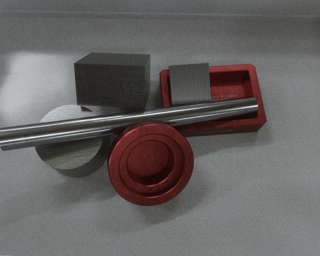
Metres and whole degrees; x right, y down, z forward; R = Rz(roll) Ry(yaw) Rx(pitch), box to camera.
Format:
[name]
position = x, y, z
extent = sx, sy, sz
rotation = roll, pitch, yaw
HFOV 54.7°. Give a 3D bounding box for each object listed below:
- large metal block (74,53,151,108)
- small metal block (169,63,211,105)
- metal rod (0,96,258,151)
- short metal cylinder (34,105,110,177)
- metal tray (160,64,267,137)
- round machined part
[large metal block]
position = -0.055, -0.063, 0.393
extent = 0.081, 0.080, 0.050
rotation = 2, 112, 1
[small metal block]
position = 0.038, -0.057, 0.407
extent = 0.050, 0.025, 0.050
rotation = -5, 96, -2
[metal rod]
position = -0.023, -0.009, 0.367
extent = 0.302, 0.025, 0.025
rotation = -8, 70, -15
[short metal cylinder]
position = -0.107, 0.017, 0.386
extent = 0.081, 0.050, 0.080
rotation = 0, 70, 0
[metal tray]
position = 0.068, -0.037, 0.419
extent = 0.131, 0.030, 0.090
rotation = -4, 70, -2
[round machined part]
position = -0.013, 0.039, 0.368
extent = 0.099, 0.042, 0.097
rotation = -4, 104, -14
